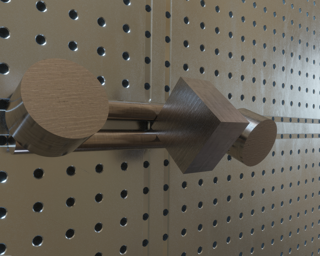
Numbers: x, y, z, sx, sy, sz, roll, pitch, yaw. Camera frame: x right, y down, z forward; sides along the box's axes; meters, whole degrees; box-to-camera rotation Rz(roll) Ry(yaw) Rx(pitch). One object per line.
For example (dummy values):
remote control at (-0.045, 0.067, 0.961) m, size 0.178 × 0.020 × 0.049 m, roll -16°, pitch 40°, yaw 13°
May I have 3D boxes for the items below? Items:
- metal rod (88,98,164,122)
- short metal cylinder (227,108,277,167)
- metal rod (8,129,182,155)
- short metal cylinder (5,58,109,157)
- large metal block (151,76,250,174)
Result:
metal rod at (0.034, -0.020, 0.437) m, size 0.302 × 0.025 × 0.025 m, roll 1°, pitch 90°, yaw -40°
short metal cylinder at (0.139, 0.014, 0.492) m, size 0.081 × 0.050 × 0.079 m, roll -19°, pitch 123°, yaw -31°
metal rod at (-0.024, 0.014, 0.389) m, size 0.302 × 0.025 × 0.025 m, roll 1°, pitch 90°, yaw -40°
short metal cylinder at (-0.096, -0.018, 0.293) m, size 0.080 × 0.050 × 0.080 m, roll 20°, pitch 56°, yaw -31°
large metal block at (0.044, -0.003, 0.372) m, size 0.050 × 0.080 × 0.079 m, roll 1°, pitch 132°, yaw -40°
